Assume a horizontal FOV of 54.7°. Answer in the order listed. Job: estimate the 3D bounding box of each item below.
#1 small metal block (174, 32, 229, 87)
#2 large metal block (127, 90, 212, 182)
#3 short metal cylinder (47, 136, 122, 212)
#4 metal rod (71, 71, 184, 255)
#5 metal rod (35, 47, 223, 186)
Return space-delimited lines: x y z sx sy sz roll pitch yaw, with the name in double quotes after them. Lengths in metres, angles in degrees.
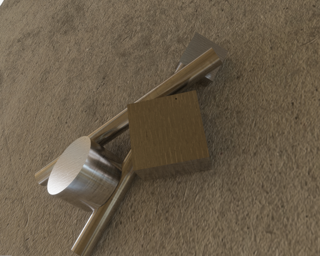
0.055 -0.091 0.416 0.050 0.025 0.050 30 74 -3 "small metal block"
0.011 0.011 0.358 0.080 0.050 0.080 -11 65 7 "large metal block"
-0.094 0.057 0.387 0.080 0.050 0.080 -33 35 27 "short metal cylinder"
-0.022 0.022 0.403 0.025 0.025 0.300 19 71 35 "metal rod"
-0.051 -0.008 0.414 0.300 0.025 0.025 -34 51 14 "metal rod"
